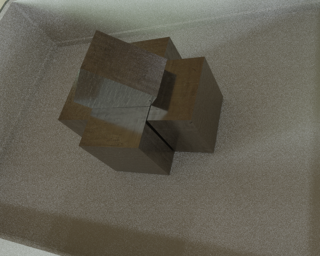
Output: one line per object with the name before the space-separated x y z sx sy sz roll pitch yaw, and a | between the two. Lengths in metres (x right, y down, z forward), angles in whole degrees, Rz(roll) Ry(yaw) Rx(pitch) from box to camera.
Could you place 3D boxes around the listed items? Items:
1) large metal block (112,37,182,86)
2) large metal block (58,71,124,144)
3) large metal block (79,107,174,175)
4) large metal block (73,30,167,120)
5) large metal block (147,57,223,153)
large metal block | -0.012 -0.072 0.420 0.080 0.080 0.050 0 62 28
large metal block | -0.081 -0.027 0.429 0.050 0.080 0.080 0 62 28
large metal block | -0.035 0.017 0.377 0.080 0.080 0.050 0 62 28
large metal block | -0.048 -0.053 0.354 0.080 0.080 0.050 20 65 -13
large metal block | 0.034 -0.024 0.364 0.050 0.080 0.080 0 62 28
